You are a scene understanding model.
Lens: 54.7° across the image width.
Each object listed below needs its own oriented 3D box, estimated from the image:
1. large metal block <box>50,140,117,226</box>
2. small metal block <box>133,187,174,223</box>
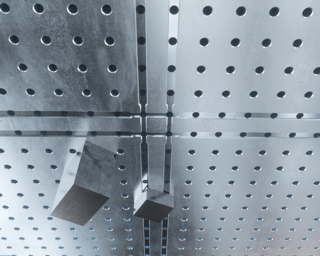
[{"bbox_3d":[-0.108,0.079,0.441,0.050,0.080,0.080,27,125,-21],"label":"large metal block"},{"bbox_3d":[-0.011,0.131,0.523,0.050,0.025,0.050,22,127,-18],"label":"small metal block"}]
